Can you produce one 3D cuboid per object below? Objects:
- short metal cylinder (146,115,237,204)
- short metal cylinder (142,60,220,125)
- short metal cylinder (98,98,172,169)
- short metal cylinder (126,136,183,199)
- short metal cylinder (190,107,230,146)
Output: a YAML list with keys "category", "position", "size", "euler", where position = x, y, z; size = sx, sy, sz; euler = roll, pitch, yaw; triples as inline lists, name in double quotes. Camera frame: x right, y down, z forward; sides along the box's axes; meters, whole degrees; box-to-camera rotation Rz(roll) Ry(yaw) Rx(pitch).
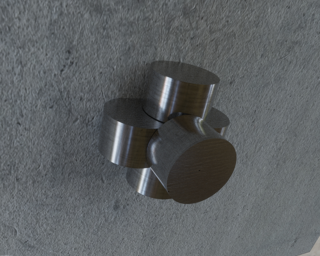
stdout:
- category: "short metal cylinder"
  position: [0.032, 0.033, 0.327]
  size: [0.081, 0.050, 0.079]
  euler: [-14, 125, -21]
- category: "short metal cylinder"
  position: [0.024, -0.042, 0.361]
  size: [0.081, 0.080, 0.050]
  euler: [-2, 119, -28]
- category: "short metal cylinder"
  position: [-0.028, 0.004, 0.361]
  size: [0.081, 0.080, 0.050]
  euler: [-1, 119, -28]
- category: "short metal cylinder"
  position: [0.000, 0.047, 0.403]
  size: [0.081, 0.080, 0.050]
  euler: [0, 119, -29]
- category: "short metal cylinder"
  position: [0.043, 0.003, 0.400]
  size: [0.081, 0.080, 0.050]
  euler: [-1, 119, -29]
